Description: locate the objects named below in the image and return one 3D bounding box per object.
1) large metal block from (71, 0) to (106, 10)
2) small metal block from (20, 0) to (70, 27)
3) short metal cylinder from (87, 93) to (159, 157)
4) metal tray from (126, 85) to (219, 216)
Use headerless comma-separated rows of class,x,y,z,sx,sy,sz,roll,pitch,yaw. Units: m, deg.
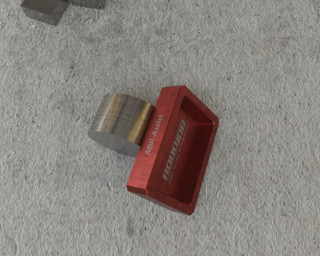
large metal block,-0.107,-0.241,0.466,0.050,0.080,0.080,10,70,4
small metal block,-0.175,-0.191,0.476,0.050,0.025,0.050,20,71,7
short metal cylinder,-0.041,-0.001,0.379,0.080,0.080,0.050,18,71,6
metal tray,0.021,0.026,0.364,0.030,0.090,0.130,1,64,42
